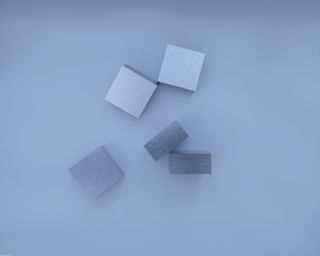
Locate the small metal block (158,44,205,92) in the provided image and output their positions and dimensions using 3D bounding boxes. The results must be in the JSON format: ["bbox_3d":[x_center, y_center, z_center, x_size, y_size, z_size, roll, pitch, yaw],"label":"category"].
[{"bbox_3d":[0.028,-0.078,0.412,0.050,0.025,0.050,15,90,-1],"label":"small metal block"}]

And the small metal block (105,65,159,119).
[{"bbox_3d":[-0.036,-0.048,0.404,0.050,0.025,0.050,31,107,-1],"label":"small metal block"}]

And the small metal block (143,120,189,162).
[{"bbox_3d":[0.007,0.016,0.399,0.050,0.050,0.025,-38,90,0],"label":"small metal block"}]

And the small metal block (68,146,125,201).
[{"bbox_3d":[-0.083,0.059,0.410,0.050,0.025,0.050,-37,90,0],"label":"small metal block"}]

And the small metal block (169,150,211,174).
[{"bbox_3d":[0.037,0.043,0.399,0.050,0.050,0.025,0,90,-1],"label":"small metal block"}]
